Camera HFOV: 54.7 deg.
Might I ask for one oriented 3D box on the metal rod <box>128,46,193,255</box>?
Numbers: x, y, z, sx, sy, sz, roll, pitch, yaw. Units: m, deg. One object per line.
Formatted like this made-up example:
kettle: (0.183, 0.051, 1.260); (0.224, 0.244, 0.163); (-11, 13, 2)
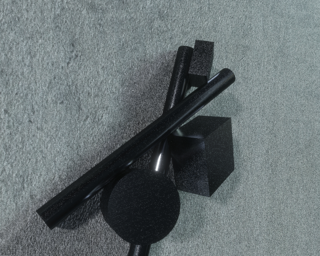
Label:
metal rod: (0.003, 0.033, 0.408); (0.025, 0.025, 0.299); (22, 76, -38)

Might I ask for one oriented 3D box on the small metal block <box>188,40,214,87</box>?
small metal block: (0.059, -0.089, 0.439); (0.050, 0.025, 0.050); (56, 46, -74)

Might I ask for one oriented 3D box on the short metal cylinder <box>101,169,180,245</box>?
short metal cylinder: (-0.024, 0.086, 0.354); (0.081, 0.050, 0.080); (2, 83, -19)

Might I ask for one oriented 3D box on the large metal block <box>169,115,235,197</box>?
large metal block: (0.060, 0.034, 0.420); (0.081, 0.050, 0.079); (-31, 119, -49)

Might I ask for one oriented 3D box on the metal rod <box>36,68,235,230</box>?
metal rod: (-0.010, 0.009, 0.375); (0.302, 0.025, 0.025); (-38, 114, -26)
